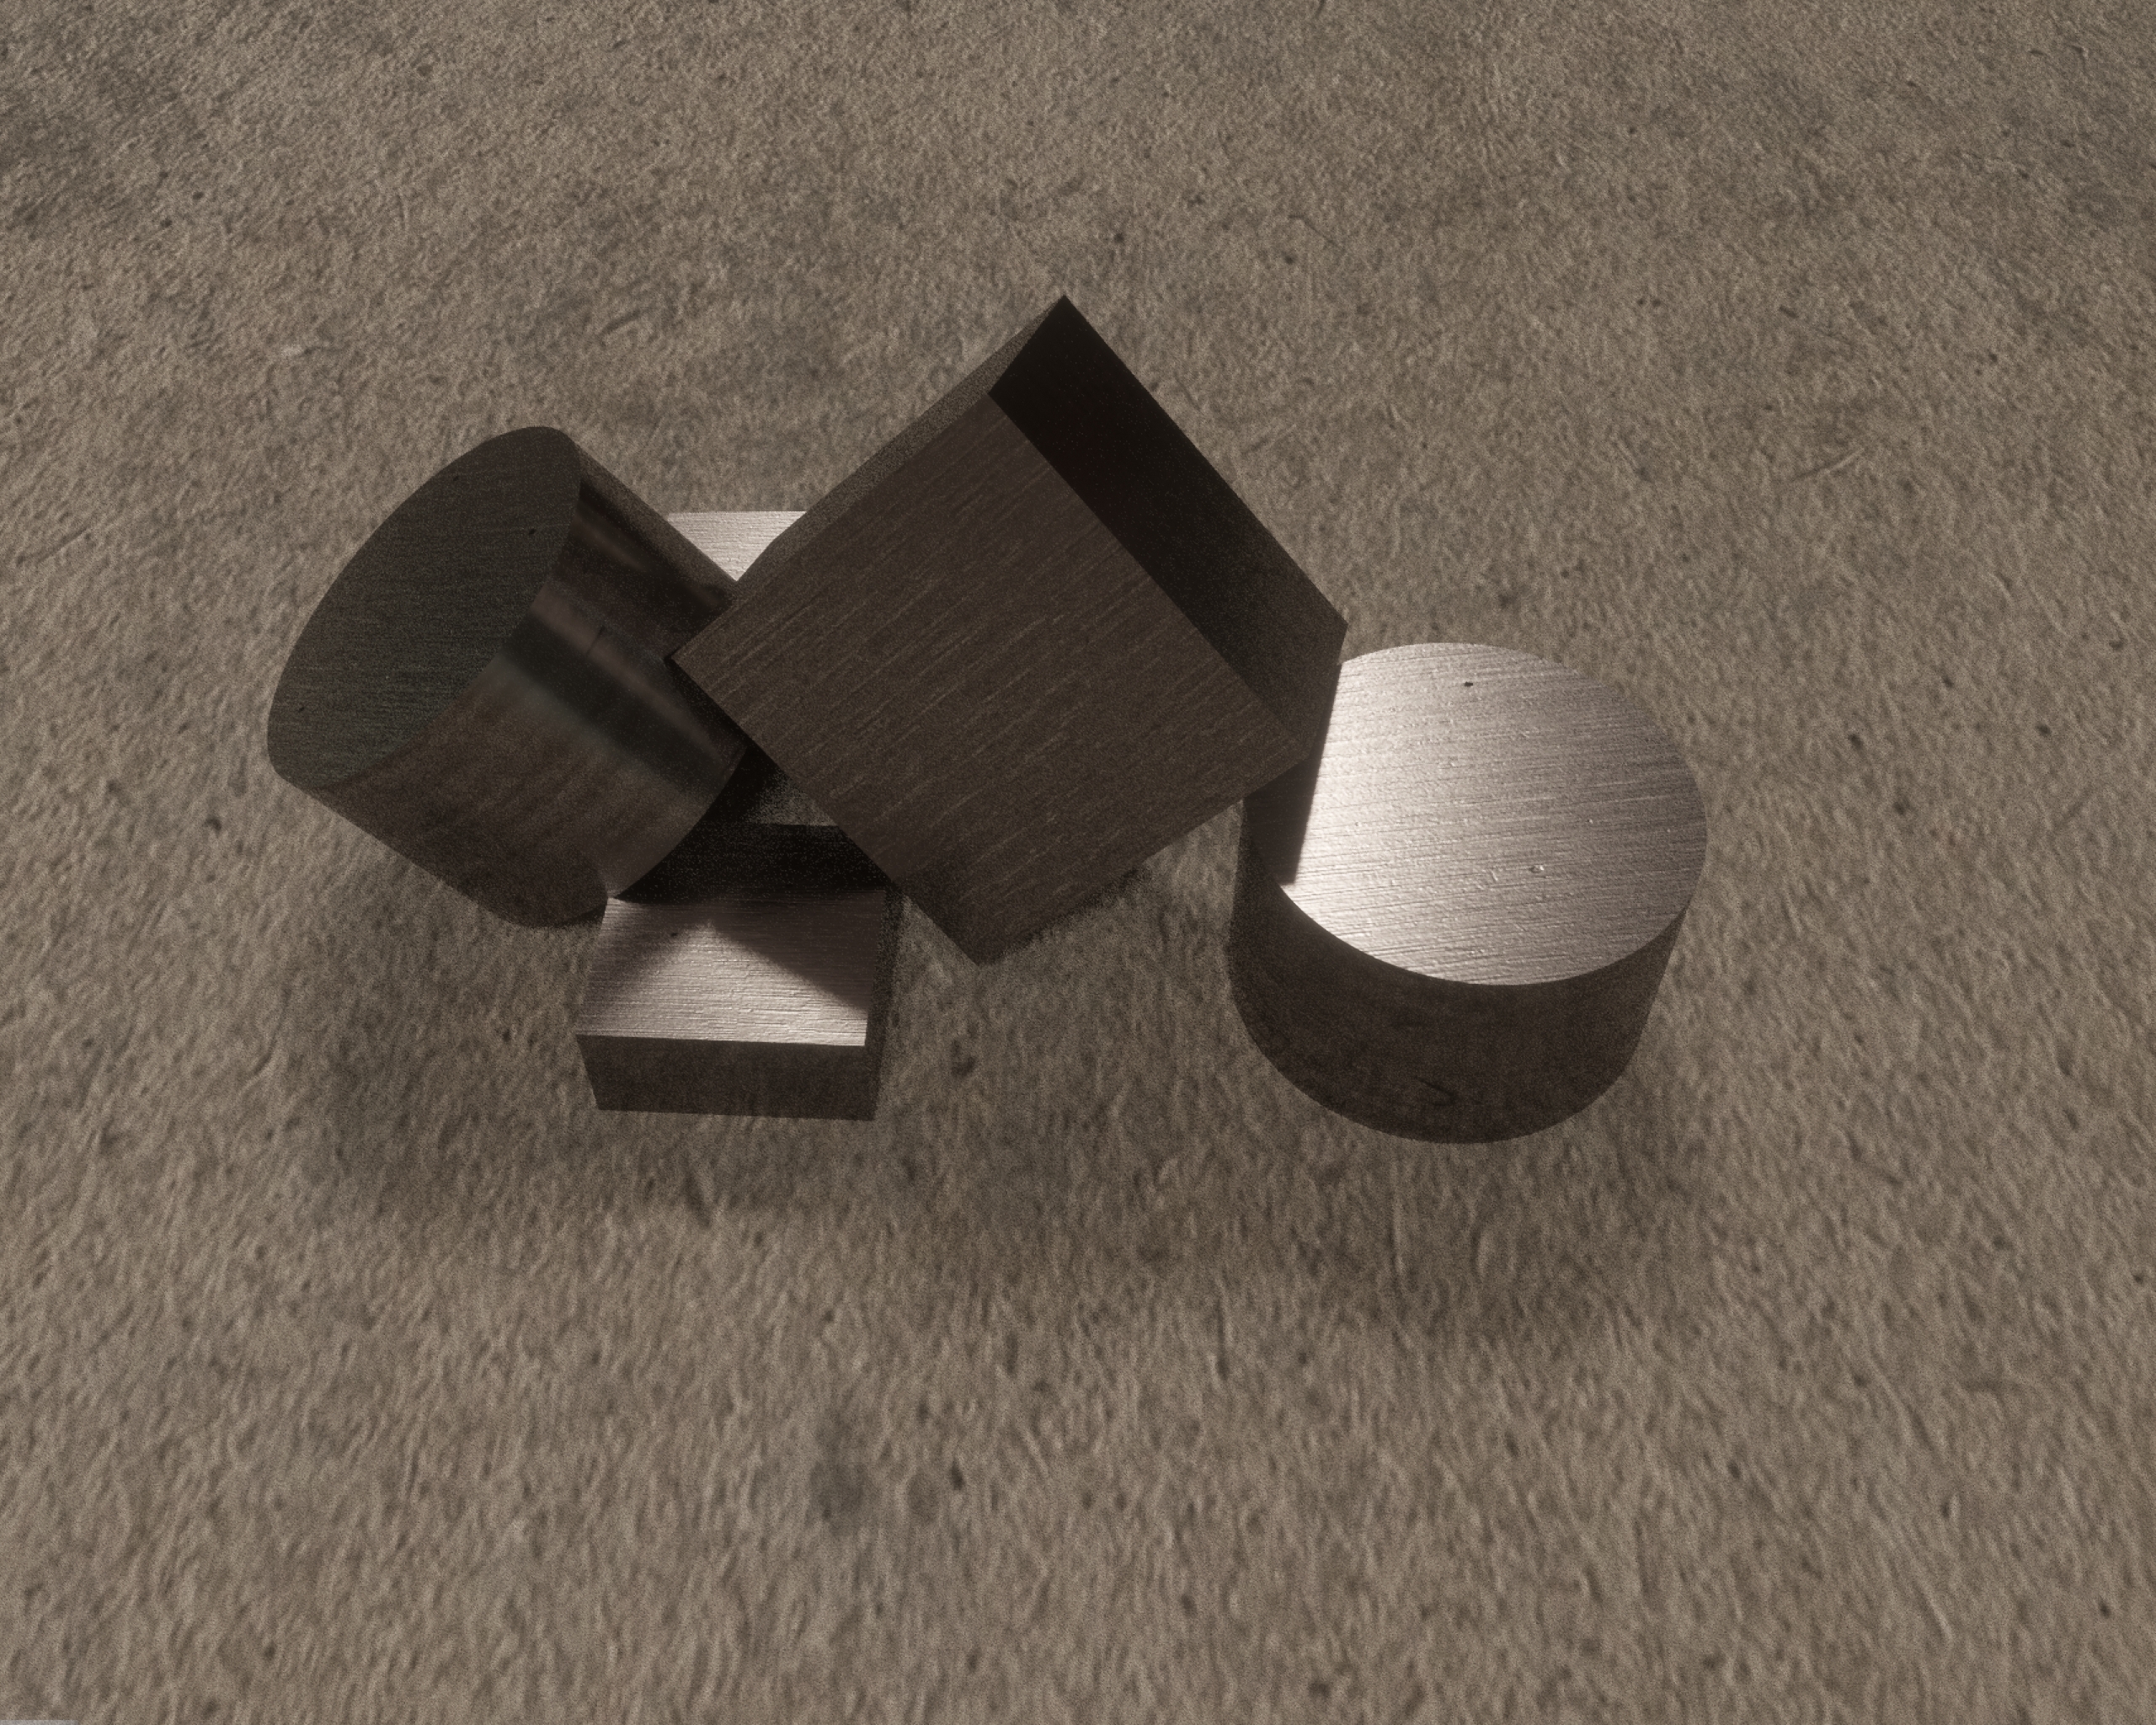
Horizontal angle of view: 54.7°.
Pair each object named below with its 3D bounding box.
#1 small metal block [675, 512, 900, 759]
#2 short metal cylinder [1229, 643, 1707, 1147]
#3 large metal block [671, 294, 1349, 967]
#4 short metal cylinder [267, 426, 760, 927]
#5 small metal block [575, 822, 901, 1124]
[{"bbox_3d":[-0.063,-0.049,0.445,0.050,0.025,0.050,-1,50,-1],"label":"small metal block"},{"bbox_3d":[0.069,0.005,0.385,0.081,0.050,0.080,0,50,0],"label":"short metal cylinder"},{"bbox_3d":[-0.011,-0.040,0.379,0.080,0.080,0.050,47,32,-16],"label":"large metal block"},{"bbox_3d":[-0.104,-0.035,0.393,0.080,0.050,0.080,-24,45,27],"label":"short metal cylinder"},{"bbox_3d":[-0.061,0.020,0.387,0.050,0.025,0.050,2,50,1],"label":"small metal block"}]
